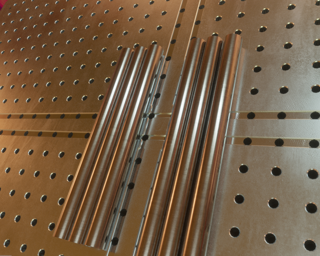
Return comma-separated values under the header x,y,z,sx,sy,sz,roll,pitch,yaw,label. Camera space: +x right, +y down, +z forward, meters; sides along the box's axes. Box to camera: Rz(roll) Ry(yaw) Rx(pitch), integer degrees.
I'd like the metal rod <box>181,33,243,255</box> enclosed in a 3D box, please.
x,y,z,sx,sy,sz,roll,pitch,yaw,label
0.066,0.009,0.368,0.025,0.025,0.300,1,62,29,metal rod

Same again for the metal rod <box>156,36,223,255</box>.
x,y,z,sx,sy,sz,roll,pitch,yaw,label
0.042,0.009,0.381,0.025,0.025,0.300,1,62,29,metal rod

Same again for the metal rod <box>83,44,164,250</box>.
x,y,z,sx,sy,sz,roll,pitch,yaw,label
-0.042,0.008,0.426,0.025,0.025,0.300,1,62,29,metal rod

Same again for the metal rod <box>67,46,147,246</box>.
x,y,z,sx,sy,sz,roll,pitch,yaw,label
-0.064,0.008,0.437,0.025,0.025,0.300,1,62,29,metal rod

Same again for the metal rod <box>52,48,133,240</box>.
x,y,z,sx,sy,sz,roll,pitch,yaw,label
-0.087,0.007,0.450,0.025,0.025,0.300,1,62,29,metal rod

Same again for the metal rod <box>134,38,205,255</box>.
x,y,z,sx,sy,sz,roll,pitch,yaw,label
0.021,0.008,0.393,0.025,0.025,0.300,1,62,29,metal rod
